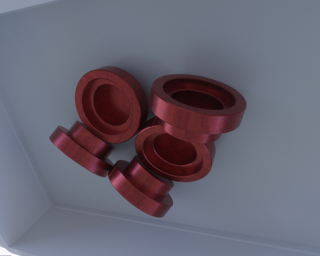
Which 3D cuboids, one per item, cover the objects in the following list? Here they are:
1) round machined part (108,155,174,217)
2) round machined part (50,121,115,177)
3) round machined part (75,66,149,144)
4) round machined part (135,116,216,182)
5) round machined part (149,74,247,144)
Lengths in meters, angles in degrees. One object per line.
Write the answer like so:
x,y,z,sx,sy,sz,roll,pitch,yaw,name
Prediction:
-0.020,0.074,0.430,0.098,0.098,0.042,38,95,2,round machined part
-0.105,0.025,0.446,0.098,0.098,0.042,36,85,4,round machined part
-0.058,-0.032,0.403,0.098,0.042,0.097,11,116,23,round machined part
0.022,0.020,0.391,0.098,0.042,0.097,13,135,14,round machined part
0.037,-0.019,0.328,0.098,0.098,0.042,20,121,16,round machined part
